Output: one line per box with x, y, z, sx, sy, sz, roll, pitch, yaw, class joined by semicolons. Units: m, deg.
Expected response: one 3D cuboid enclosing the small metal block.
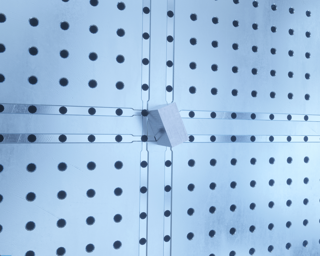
0.008;-0.004;0.402;0.025;0.050;0.050;-24;99;-18;small metal block
